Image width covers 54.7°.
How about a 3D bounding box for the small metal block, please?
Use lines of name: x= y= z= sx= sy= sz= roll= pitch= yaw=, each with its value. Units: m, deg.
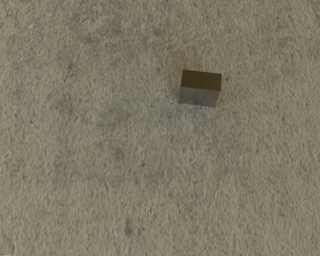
small metal block: x=0.052 y=-0.052 z=0.415 sx=0.050 sy=0.050 sz=0.025 roll=7 pitch=70 yaw=2
